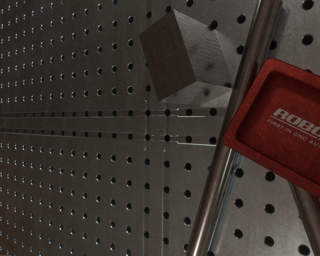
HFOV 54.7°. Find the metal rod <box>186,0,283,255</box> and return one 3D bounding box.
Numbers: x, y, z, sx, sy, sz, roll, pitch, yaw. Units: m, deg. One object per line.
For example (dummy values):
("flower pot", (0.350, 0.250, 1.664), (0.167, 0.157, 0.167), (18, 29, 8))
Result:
("metal rod", (0.078, 0.012, 0.343), (0.025, 0.025, 0.298), (22, 104, 37))

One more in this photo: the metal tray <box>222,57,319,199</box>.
("metal tray", (0.133, 0.005, 0.270), (0.130, 0.030, 0.090), (31, 98, 24))

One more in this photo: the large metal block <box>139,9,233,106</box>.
("large metal block", (0.031, -0.073, 0.346), (0.050, 0.081, 0.080), (-26, 74, 37))

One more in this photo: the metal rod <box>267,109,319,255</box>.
("metal rod", (0.157, 0.126, 0.279), (0.025, 0.025, 0.299), (-25, 75, 37))
